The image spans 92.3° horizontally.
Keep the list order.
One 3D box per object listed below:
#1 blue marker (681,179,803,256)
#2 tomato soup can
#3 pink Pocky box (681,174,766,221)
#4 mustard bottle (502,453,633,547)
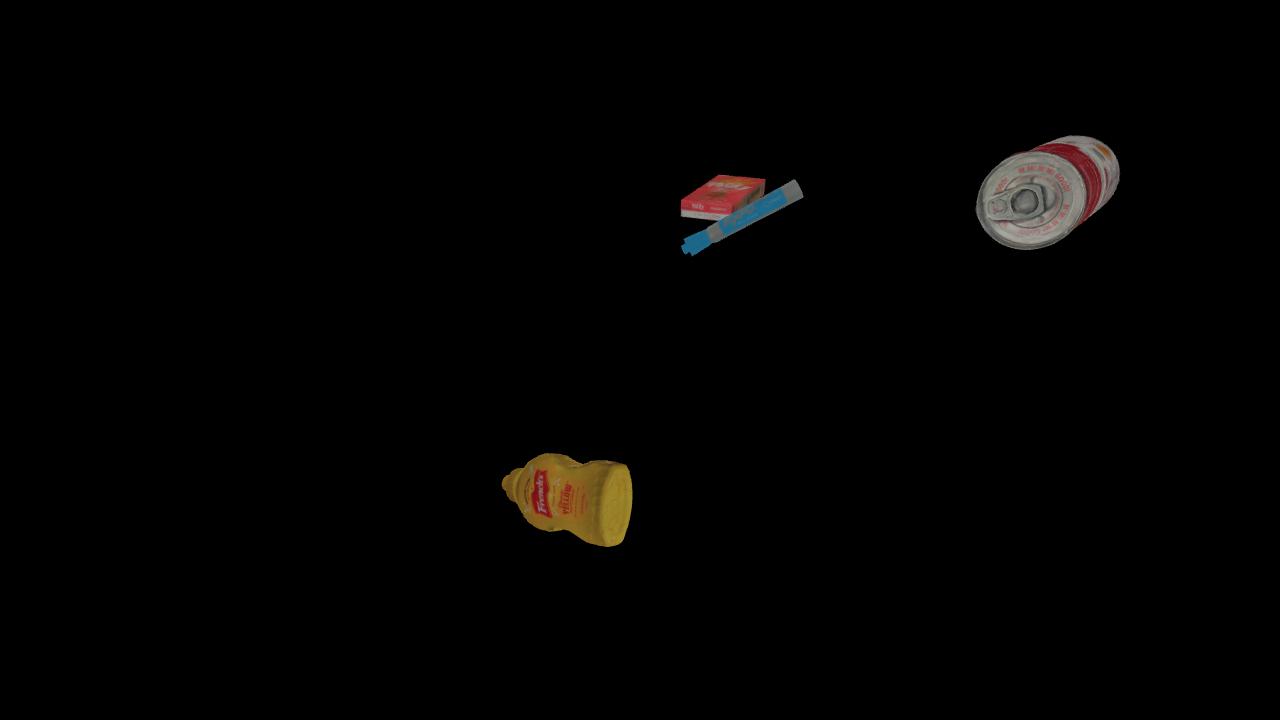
[{"bbox_3d":[0.094,-0.132,0.579,0.121,0.020,0.020,-26,-7,14],"label":"blue marker"},{"bbox_3d":[0.303,-0.126,0.454,0.101,0.068,0.068,-26,16,-37],"label":"tomato soup can"},{"bbox_3d":[0.132,-0.254,0.958,0.084,0.029,0.155,14,35,25],"label":"pink Pocky box"},{"bbox_3d":[-0.095,0.154,0.713,0.184,0.092,0.054,1,1,38],"label":"mustard bottle"}]
